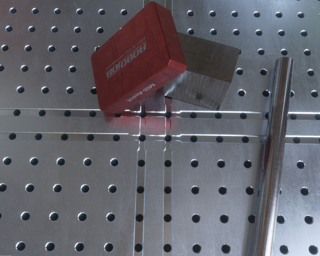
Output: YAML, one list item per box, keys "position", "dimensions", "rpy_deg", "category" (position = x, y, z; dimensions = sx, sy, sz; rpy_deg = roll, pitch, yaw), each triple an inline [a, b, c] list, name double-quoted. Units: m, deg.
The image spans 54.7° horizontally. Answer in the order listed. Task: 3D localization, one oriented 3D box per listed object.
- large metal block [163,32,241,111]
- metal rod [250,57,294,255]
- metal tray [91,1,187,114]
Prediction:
- position: [0.051, -0.072, 0.409]
  dimensions: [0.080, 0.080, 0.050]
  rpy_deg: [17, 70, 6]
  category: "large metal block"
- position: [0.145, 0.041, 0.398]
  dimensions: [0.025, 0.025, 0.299]
  rpy_deg: [13, 70, 4]
  category: "metal rod"
- position: [-0.033, -0.084, 0.396]
  dimensions: [0.130, 0.030, 0.090]
  rpy_deg: [-28, 66, 36]
  category: "metal tray"
